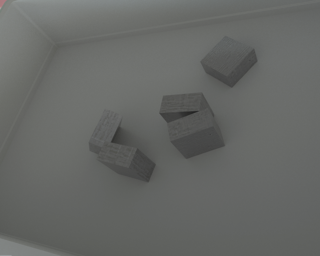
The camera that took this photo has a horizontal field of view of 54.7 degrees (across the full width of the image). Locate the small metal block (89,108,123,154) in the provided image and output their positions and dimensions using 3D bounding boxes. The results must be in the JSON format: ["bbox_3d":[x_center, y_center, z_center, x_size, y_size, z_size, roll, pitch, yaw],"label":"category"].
[{"bbox_3d":[-0.074,0.008,0.421,0.025,0.050,0.050,23,70,-4],"label":"small metal block"}]

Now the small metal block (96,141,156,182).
[{"bbox_3d":[-0.041,0.042,0.386,0.050,0.050,0.025,9,67,32],"label":"small metal block"}]

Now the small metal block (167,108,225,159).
[{"bbox_3d":[0.043,0.008,0.362,0.050,0.050,0.025,-21,54,16],"label":"small metal block"}]

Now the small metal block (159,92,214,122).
[{"bbox_3d":[0.034,-0.018,0.383,0.050,0.050,0.025,-2,61,27],"label":"small metal block"}]

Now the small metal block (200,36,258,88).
[{"bbox_3d":[0.091,-0.089,0.412,0.050,0.025,0.050,-46,51,-4],"label":"small metal block"}]
